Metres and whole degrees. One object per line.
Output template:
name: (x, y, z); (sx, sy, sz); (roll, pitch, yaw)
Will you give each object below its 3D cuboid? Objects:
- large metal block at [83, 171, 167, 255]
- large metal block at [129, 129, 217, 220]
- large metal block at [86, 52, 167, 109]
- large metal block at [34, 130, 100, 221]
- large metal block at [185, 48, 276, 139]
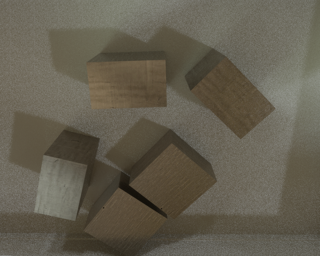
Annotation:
large metal block: (-0.048, 0.123, 0.440); (0.080, 0.050, 0.080); (36, 102, -13)
large metal block: (0.017, 0.062, 0.421); (0.080, 0.050, 0.080); (41, 105, -14)
large metal block: (-0.034, -0.058, 0.360); (0.081, 0.080, 0.050); (-2, 110, 0)
large metal block: (-0.118, 0.058, 0.402); (0.050, 0.080, 0.079); (14, 109, -6)
large metal block: (0.078, -0.044, 0.367); (0.080, 0.080, 0.050); (42, 105, -14)
